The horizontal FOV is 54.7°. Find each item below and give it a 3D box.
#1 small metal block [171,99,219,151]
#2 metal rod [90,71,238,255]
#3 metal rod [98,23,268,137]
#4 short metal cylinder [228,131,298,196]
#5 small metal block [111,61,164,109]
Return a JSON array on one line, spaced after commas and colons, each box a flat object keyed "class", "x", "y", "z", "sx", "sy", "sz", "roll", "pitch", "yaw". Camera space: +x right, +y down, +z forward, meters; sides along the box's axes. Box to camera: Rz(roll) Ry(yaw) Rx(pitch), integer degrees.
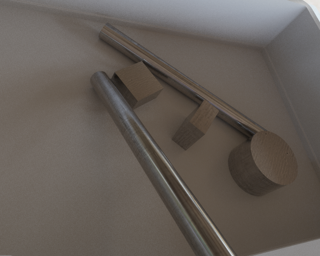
[{"class": "small metal block", "x": 0.048, "y": -0.004, "z": 0.419, "sx": 0.025, "sy": 0.050, "sz": 0.050, "roll": 39, "pitch": 51, "yaw": -3}, {"class": "metal rod", "x": -0.012, "y": 0.023, "z": 0.303, "sx": 0.025, "sy": 0.025, "sz": 0.300, "roll": -4, "pitch": 37, "yaw": -31}, {"class": "metal rod", "x": 0.043, "y": -0.061, "z": 0.468, "sx": 0.301, "sy": 0.025, "sz": 0.025, "roll": 33, "pitch": 51, "yaw": -7}, {"class": "short metal cylinder", "x": 0.145, "y": 0.051, "z": 0.439, "sx": 0.081, "sy": 0.050, "sz": 0.080, "roll": 14, "pitch": 56, "yaw": -21}, {"class": "small metal block", "x": -0.032, "y": -0.058, "z": 0.425, "sx": 0.050, "sy": 0.025, "sz": 0.050, "roll": -32, "pitch": 80, "yaw": -38}]
